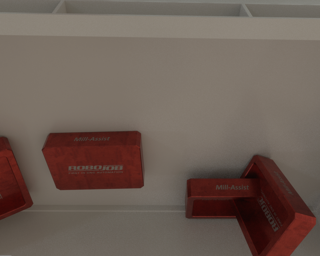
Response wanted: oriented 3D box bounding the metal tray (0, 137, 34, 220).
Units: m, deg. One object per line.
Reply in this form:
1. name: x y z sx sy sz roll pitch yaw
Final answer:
1. metal tray: -0.245 0.082 0.443 0.091 0.030 0.129 -22 136 -25

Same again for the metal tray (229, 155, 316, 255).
1. metal tray: 0.144 0.109 0.424 0.030 0.130 0.089 18 115 -15

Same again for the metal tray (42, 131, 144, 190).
1. metal tray: -0.090 0.049 0.446 0.131 0.030 0.089 -2 130 0

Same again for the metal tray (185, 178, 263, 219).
1. metal tray: 0.107 0.113 0.488 0.131 0.030 0.090 0 144 1
